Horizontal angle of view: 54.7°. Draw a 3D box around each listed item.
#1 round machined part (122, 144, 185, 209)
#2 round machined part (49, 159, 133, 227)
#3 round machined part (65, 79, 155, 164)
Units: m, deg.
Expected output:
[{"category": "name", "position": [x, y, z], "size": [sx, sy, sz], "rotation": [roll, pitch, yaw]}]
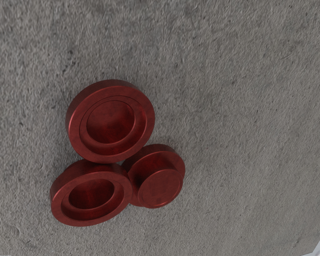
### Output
[{"category": "round machined part", "position": [-0.007, 0.075, 0.438], "size": [0.099, 0.042, 0.097], "rotation": [-14, 124, -21]}, {"category": "round machined part", "position": [-0.087, 0.076, 0.389], "size": [0.099, 0.042, 0.097], "rotation": [-14, 132, -16]}, {"category": "round machined part", "position": [-0.059, -0.011, 0.357], "size": [0.099, 0.042, 0.097], "rotation": [-14, 124, -21]}]
